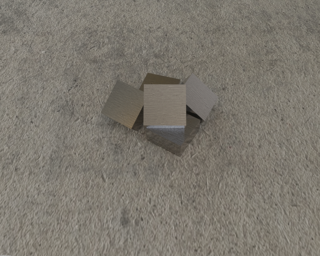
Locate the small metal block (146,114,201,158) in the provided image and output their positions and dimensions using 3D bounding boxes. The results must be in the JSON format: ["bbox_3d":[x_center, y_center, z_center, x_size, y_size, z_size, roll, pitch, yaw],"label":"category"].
[{"bbox_3d":[0.017,0.003,0.403,0.050,0.025,0.050,26,55,20],"label":"small metal block"}]

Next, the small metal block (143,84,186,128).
[{"bbox_3d":[0.006,-0.026,0.379,0.050,0.025,0.050,0,83,0],"label":"small metal block"}]

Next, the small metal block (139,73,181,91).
[{"bbox_3d":[-0.002,-0.050,0.447,0.050,0.025,0.050,14,51,11],"label":"small metal block"}]

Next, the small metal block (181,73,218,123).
[{"bbox_3d":[0.045,-0.038,0.423,0.050,0.025,0.050,41,54,-10],"label":"small metal block"}]

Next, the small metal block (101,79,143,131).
[{"bbox_3d":[-0.042,-0.030,0.414,0.050,0.025,0.050,27,91,19],"label":"small metal block"}]
